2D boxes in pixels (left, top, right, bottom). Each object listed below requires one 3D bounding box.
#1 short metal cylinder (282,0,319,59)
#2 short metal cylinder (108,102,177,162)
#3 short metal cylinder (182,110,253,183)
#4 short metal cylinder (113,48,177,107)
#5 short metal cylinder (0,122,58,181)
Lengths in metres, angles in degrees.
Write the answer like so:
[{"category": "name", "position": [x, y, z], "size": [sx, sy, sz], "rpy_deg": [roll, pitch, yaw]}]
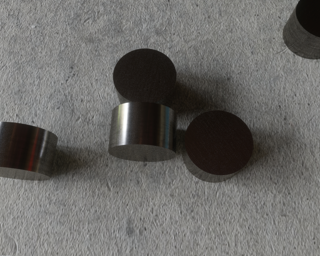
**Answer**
[{"category": "short metal cylinder", "position": [0.228, -0.148, 0.450], "size": [0.081, 0.050, 0.080], "rpy_deg": [0, 70, 0]}, {"category": "short metal cylinder", "position": [-0.020, 0.007, 0.376], "size": [0.080, 0.080, 0.050], "rpy_deg": [2, 70, 1]}, {"category": "short metal cylinder", "position": [0.069, 0.024, 0.386], "size": [0.081, 0.050, 0.080], "rpy_deg": [0, 70, 0]}, {"category": "short metal cylinder", "position": [-0.019, -0.059, 0.416], "size": [0.081, 0.050, 0.080], "rpy_deg": [0, 70, 0]}, {"category": "short metal cylinder", "position": [-0.167, 0.030, 0.367], "size": [0.080, 0.080, 0.050], "rpy_deg": [4, 70, 1]}]
